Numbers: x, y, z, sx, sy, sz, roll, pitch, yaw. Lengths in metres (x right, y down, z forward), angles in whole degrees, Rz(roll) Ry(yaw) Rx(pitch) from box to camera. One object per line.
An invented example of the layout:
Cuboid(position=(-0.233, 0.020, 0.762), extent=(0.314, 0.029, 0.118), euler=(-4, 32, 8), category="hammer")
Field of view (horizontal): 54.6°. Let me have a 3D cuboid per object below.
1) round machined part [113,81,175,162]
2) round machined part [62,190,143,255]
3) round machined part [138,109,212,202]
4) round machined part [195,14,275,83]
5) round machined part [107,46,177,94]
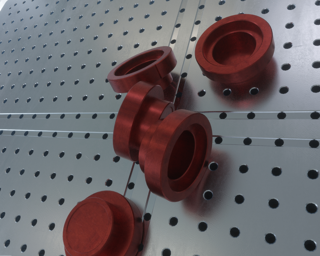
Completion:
Cuboid(position=(-0.014, -0.005, 0.376), extent=(0.042, 0.098, 0.098), euler=(18, 70, 16), category="round machined part")
Cuboid(position=(-0.073, 0.120, 0.363), extent=(0.098, 0.042, 0.098), euler=(-13, 56, 21), category="round machined part")
Cuboid(position=(0.014, 0.027, 0.338), extent=(0.042, 0.098, 0.098), euler=(17, 71, 35), category="round machined part")
Cuboid(position=(0.099, -0.098, 0.406), extent=(0.098, 0.042, 0.098), euler=(-13, 56, 21), category="round machined part")
Cuboid(position=(-0.021, -0.074, 0.439), extent=(0.098, 0.042, 0.098), euler=(-20, 27, 11), category="round machined part")
